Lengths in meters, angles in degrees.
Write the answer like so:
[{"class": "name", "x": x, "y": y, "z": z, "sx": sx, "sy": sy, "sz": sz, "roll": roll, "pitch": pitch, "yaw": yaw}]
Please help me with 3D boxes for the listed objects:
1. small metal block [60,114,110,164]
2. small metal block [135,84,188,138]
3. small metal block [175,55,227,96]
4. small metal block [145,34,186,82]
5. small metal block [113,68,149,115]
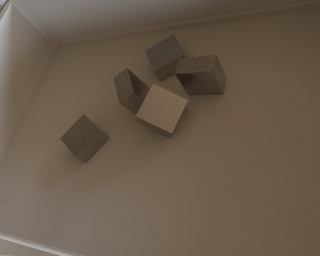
[{"class": "small metal block", "x": -0.110, "y": 0.015, "z": 0.455, "sx": 0.050, "sy": 0.025, "sz": 0.050, "roll": -47, "pitch": 51, "yaw": -5}, {"class": "small metal block", "x": 0.002, "y": -0.022, "z": 0.403, "sx": 0.050, "sy": 0.025, "sz": 0.050, "roll": 26, "pitch": 73, "yaw": 2}, {"class": "small metal block", "x": 0.054, "y": -0.067, "z": 0.402, "sx": 0.050, "sy": 0.050, "sz": 0.025, "roll": 1, "pitch": 62, "yaw": 29}, {"class": "small metal block", "x": 0.011, "y": -0.105, "z": 0.465, "sx": 0.050, "sy": 0.025, "sz": 0.050, "roll": -28, "pitch": 52, "yaw": 10}, {"class": "small metal block", "x": -0.036, "y": -0.048, "z": 0.436, "sx": 0.025, "sy": 0.050, "sz": 0.050, "roll": -32, "pitch": 51, "yaw": 18}]
